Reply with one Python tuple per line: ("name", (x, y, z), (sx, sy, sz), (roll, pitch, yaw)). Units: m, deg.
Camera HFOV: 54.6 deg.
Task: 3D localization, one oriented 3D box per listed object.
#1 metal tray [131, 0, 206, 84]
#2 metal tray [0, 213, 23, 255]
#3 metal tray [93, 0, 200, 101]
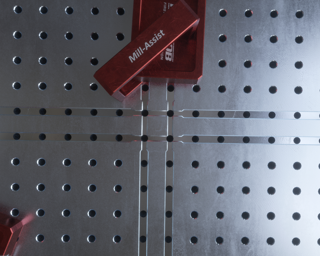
("metal tray", (0.011, -0.125, 0.398), (0.090, 0.030, 0.129), (3, 86, 2))
("metal tray", (-0.252, 0.172, 0.409), (0.090, 0.030, 0.130), (22, 90, 0))
("metal tray", (-0.015, -0.089, 0.380), (0.130, 0.090, 0.030), (-41, 90, 0))
